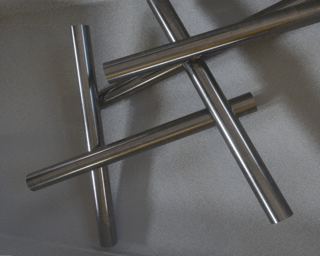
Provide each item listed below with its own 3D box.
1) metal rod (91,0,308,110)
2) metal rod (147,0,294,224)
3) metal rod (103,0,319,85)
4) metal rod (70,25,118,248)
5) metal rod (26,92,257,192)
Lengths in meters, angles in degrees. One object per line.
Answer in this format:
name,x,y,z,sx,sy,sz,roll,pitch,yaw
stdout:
metal rod,0.031,-0.088,0.399,0.300,0.025,0.025,-23,83,18
metal rod,0.060,-0.036,0.355,0.025,0.025,0.299,-31,75,17
metal rod,0.085,-0.102,0.340,0.301,0.025,0.025,-16,85,4
metal rod,-0.089,0.015,0.421,0.025,0.025,0.298,-4,96,20
metal rod,-0.028,0.020,0.390,0.301,0.025,0.025,-20,83,7
